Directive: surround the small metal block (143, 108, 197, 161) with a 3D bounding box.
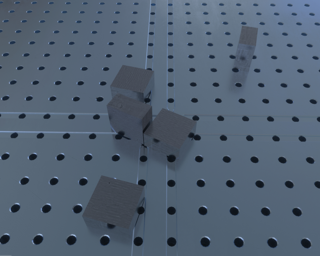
[{"bbox_3d":[0.014,0.007,0.402,0.050,0.025,0.050,23,54,18],"label":"small metal block"}]

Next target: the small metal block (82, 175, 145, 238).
[{"bbox_3d":[-0.048,0.085,0.337,0.050,0.025,0.050,13,51,10],"label":"small metal block"}]

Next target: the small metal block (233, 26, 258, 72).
[{"bbox_3d":[0.138,-0.128,0.500,0.025,0.050,0.050,12,51,10],"label":"small metal block"}]

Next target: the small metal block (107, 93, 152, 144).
[{"bbox_3d":[-0.038,-0.012,0.401,0.050,0.050,0.025,22,54,17],"label":"small metal block"}]

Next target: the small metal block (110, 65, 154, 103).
[{"bbox_3d":[-0.040,-0.065,0.462,0.050,0.025,0.050,13,51,10],"label":"small metal block"}]
